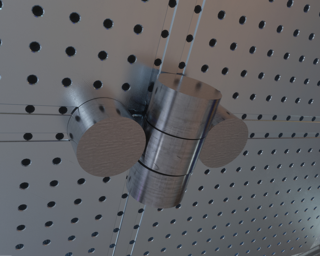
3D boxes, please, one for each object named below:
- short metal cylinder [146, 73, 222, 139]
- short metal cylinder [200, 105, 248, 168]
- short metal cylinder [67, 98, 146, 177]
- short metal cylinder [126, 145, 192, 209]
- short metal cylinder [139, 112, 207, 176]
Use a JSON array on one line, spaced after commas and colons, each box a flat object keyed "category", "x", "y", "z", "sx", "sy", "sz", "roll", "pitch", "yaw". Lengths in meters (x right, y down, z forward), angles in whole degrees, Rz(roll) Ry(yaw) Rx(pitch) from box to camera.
[{"category": "short metal cylinder", "x": 0.028, "y": -0.028, "z": 0.374, "sx": 0.081, "sy": 0.080, "sz": 0.050, "roll": 2, "pitch": 117, "yaw": -30}, {"category": "short metal cylinder", "x": 0.078, "y": 0.010, "z": 0.445, "sx": 0.081, "sy": 0.050, "sz": 0.079, "roll": -14, "pitch": 125, "yaw": -21}, {"category": "short metal cylinder", "x": -0.064, "y": 0.011, "z": 0.367, "sx": 0.081, "sy": 0.050, "sz": 0.079, "roll": -14, "pitch": 125, "yaw": -21}, {"category": "short metal cylinder", "x": -0.001, "y": 0.061, "z": 0.414, "sx": 0.081, "sy": 0.080, "sz": 0.050, "roll": 1, "pitch": 118, "yaw": -29}, {"category": "short metal cylinder", "x": 0.014, "y": 0.017, "z": 0.394, "sx": 0.081, "sy": 0.080, "sz": 0.050, "roll": 2, "pitch": 118, "yaw": -30}]
